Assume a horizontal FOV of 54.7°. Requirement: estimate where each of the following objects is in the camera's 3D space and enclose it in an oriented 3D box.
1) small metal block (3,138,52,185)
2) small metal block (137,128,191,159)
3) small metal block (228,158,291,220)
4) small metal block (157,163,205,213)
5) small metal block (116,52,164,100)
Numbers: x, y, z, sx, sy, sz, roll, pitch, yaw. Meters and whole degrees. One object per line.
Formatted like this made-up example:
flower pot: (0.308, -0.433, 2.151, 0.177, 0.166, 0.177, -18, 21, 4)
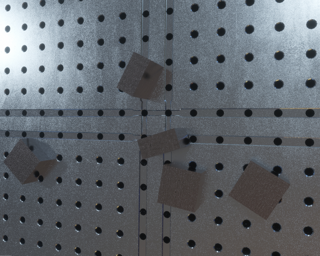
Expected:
small metal block: (-0.207, 0.051, 0.484, 0.050, 0.025, 0.050, 44, 103, 14)
small metal block: (0.006, 0.019, 0.396, 0.050, 0.050, 0.025, -18, 84, 19)
small metal block: (0.119, 0.072, 0.371, 0.050, 0.025, 0.050, 33, 100, 16)
small metal block: (0.028, 0.076, 0.402, 0.050, 0.025, 0.050, 10, 93, 19)
small metal block: (-0.025, -0.067, 0.407, 0.025, 0.050, 0.050, 30, 100, 17)
